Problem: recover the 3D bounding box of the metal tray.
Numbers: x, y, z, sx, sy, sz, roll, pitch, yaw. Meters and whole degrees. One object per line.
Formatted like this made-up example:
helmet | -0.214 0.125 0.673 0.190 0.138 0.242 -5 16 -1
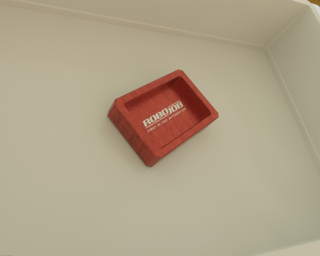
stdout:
metal tray | 0.008 -0.018 0.413 0.131 0.030 0.090 -32 80 -38
